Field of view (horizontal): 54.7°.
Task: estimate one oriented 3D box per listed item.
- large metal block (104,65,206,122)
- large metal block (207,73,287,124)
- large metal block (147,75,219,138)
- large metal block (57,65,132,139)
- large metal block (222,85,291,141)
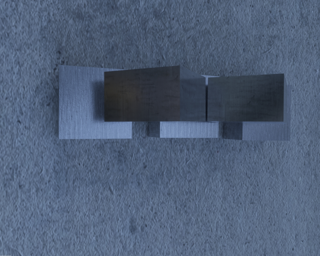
[{"bbox_3d":[-0.002,-0.032,0.328,0.080,0.080,0.050,-2,92,-66],"label":"large metal block"},{"bbox_3d":[0.107,-0.031,0.371,0.080,0.080,0.050,1,89,24],"label":"large metal block"},{"bbox_3d":[0.030,-0.028,0.409,0.081,0.050,0.079,1,90,-21],"label":"large metal block"},{"bbox_3d":[-0.079,-0.028,0.369,0.081,0.050,0.079,0,90,-21],"label":"large metal block"},{"bbox_3d":[0.140,-0.023,0.451,0.081,0.050,0.079,2,90,-21],"label":"large metal block"}]
